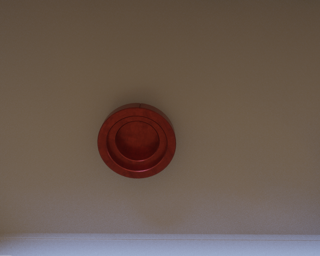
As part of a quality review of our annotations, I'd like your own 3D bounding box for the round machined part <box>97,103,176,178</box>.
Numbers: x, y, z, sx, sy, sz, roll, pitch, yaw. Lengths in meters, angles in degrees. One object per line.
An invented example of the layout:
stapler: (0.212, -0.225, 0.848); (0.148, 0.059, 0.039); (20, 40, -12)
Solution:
round machined part: (-0.029, 0.013, 0.407); (0.099, 0.042, 0.097); (0, 110, -1)
